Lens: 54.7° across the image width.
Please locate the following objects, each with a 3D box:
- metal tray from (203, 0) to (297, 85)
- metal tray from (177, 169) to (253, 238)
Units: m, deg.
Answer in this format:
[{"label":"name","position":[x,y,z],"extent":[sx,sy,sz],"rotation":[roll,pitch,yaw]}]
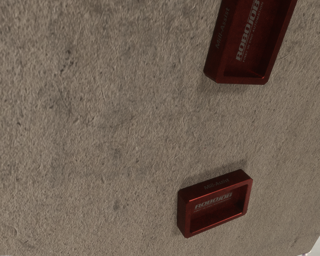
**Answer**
[{"label":"metal tray","position":[0.115,-0.121,0.393],"extent":[0.091,0.030,0.129],"rotation":[-2,120,-28]},{"label":"metal tray","position":[0.095,0.131,0.538],"extent":[0.131,0.030,0.089],"rotation":[-14,125,-21]}]
